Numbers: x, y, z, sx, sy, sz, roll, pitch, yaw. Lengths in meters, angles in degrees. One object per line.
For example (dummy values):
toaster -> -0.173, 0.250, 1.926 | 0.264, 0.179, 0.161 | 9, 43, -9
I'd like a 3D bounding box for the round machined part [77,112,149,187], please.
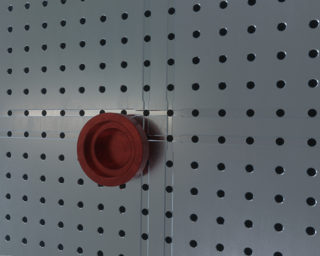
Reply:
round machined part -> -0.060, 0.028, 0.425 | 0.098, 0.042, 0.097 | 0, 90, 20
